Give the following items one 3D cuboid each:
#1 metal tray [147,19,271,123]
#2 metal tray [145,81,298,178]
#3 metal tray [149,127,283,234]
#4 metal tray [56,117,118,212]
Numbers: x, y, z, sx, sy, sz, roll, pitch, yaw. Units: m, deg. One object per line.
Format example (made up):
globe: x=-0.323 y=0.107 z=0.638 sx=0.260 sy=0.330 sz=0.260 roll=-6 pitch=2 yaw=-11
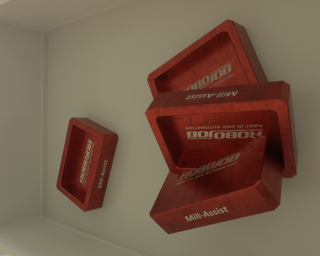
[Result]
metal tray: x=0.051 y=-0.050 z=0.361 sx=0.130 sy=0.030 sz=0.090 roll=-29 pitch=72 yaw=36
metal tray: x=0.061 y=0.006 z=0.304 sx=0.130 sy=0.030 sz=0.090 roll=-2 pitch=128 yaw=27
metal tray: x=0.057 y=0.052 z=0.315 sx=0.130 sy=0.090 sz=0.030 roll=-28 pitch=111 yaw=38
metal tray: x=-0.121 y=0.057 z=0.503 sx=0.090 sy=0.030 sz=0.129 roll=24 pitch=105 yaw=37
